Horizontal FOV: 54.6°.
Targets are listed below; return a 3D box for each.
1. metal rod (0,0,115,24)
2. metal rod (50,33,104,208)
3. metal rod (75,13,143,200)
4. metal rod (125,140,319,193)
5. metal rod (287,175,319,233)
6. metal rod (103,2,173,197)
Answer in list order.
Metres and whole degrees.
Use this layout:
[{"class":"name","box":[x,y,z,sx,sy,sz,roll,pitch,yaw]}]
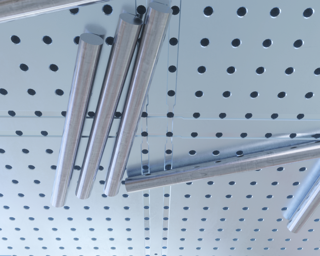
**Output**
[{"class":"metal rod","box":[-0.132,-0.122,0.306,0.301,0.025,0.025,-9,130,7]},{"class":"metal rod","box":[-0.120,0.013,0.421,0.025,0.025,0.298,14,129,-12]},{"class":"metal rod","box":[-0.076,-0.003,0.407,0.025,0.025,0.298,14,129,-12]},{"class":"metal rod","box":[0.094,0.059,0.462,0.301,0.025,0.025,-12,129,10]},{"class":"metal rod","box":[0.262,0.069,0.471,0.025,0.025,0.298,5,130,-5]},{"class":"metal rod","box":[-0.039,-0.010,0.402,0.025,0.025,0.298,12,129,-10]}]
